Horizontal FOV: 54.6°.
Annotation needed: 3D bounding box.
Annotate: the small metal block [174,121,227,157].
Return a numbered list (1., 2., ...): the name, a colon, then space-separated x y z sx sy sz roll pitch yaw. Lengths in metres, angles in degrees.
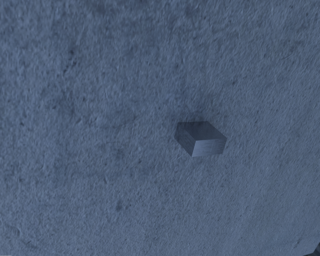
1. small metal block: 0.055 0.014 0.429 0.050 0.050 0.025 -3 120 -27
